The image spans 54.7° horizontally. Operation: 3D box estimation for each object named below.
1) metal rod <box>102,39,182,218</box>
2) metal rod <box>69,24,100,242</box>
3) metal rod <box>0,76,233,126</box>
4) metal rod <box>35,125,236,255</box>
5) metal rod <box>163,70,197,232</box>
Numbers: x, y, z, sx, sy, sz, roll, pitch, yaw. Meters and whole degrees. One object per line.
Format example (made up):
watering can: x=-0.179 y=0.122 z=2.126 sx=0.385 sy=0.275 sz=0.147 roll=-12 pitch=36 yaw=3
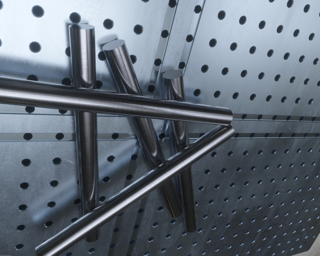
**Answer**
metal rod: x=-0.012 y=0.024 z=0.420 sx=0.025 sy=0.025 sz=0.299 roll=-27 pitch=128 yaw=-12
metal rod: x=-0.089 y=0.028 z=0.380 sx=0.025 sy=0.025 sz=0.298 roll=-9 pitch=123 yaw=-24
metal rod: x=-0.039 y=-0.026 z=0.343 sx=0.302 sy=0.025 sz=0.025 roll=5 pitch=116 yaw=-31
metal rod: x=-0.027 y=0.082 z=0.416 sx=0.301 sy=0.025 sz=0.025 roll=-33 pitch=129 yaw=-7
metal rod: x=0.035 y=0.055 z=0.466 sx=0.025 sy=0.025 sz=0.298 roll=-21 pitch=127 yaw=-16
